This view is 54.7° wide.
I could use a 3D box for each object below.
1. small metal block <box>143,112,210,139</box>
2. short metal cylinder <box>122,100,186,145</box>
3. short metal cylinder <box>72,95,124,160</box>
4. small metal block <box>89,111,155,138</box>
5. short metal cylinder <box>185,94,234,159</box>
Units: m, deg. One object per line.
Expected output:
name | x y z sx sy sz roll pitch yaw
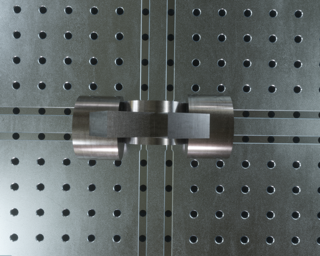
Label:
small metal block | 0.016 -0.002 0.324 0.050 0.050 0.025 1 90 -31
short metal cylinder | -0.007 -0.006 0.385 0.081 0.080 0.050 1 90 0
short metal cylinder | -0.073 0.000 0.385 0.050 0.080 0.079 1 90 0
small metal block | -0.040 -0.004 0.319 0.050 0.050 0.025 1 90 -32
short metal cylinder | 0.058 -0.002 0.385 0.050 0.080 0.079 1 90 1
